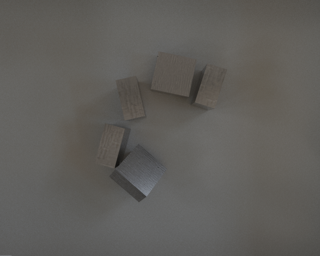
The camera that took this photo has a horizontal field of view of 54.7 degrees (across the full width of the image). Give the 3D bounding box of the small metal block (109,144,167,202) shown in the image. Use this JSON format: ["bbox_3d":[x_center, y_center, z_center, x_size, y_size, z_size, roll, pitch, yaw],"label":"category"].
[{"bbox_3d":[-0.027,0.057,0.398,0.050,0.025,0.050,42,51,-1],"label":"small metal block"}]

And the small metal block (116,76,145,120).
[{"bbox_3d":[-0.036,-0.036,0.398,0.025,0.050,0.050,-13,90,0],"label":"small metal block"}]

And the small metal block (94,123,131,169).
[{"bbox_3d":[-0.059,0.022,0.398,0.025,0.050,0.050,15,90,3],"label":"small metal block"}]

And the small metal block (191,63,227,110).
[{"bbox_3d":[0.062,-0.051,0.400,0.025,0.050,0.050,18,90,0],"label":"small metal block"}]

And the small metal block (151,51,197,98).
[{"bbox_3d":[0.018,-0.070,0.412,0.050,0.025,0.050,12,90,-1],"label":"small metal block"}]
